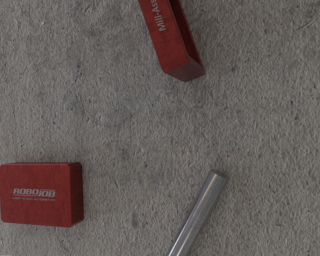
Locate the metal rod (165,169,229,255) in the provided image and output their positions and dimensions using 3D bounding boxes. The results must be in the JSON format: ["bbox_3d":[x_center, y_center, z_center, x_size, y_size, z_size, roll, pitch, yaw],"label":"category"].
[{"bbox_3d":[0.010,0.189,0.405,0.025,0.025,0.298,29,99,17],"label":"metal rod"}]

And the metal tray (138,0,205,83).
[{"bbox_3d":[0.011,-0.125,0.370,0.030,0.090,0.129,-20,83,19],"label":"metal tray"}]

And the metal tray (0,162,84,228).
[{"bbox_3d":[-0.181,0.098,0.470,0.130,0.030,0.089,-2,89,19],"label":"metal tray"}]
